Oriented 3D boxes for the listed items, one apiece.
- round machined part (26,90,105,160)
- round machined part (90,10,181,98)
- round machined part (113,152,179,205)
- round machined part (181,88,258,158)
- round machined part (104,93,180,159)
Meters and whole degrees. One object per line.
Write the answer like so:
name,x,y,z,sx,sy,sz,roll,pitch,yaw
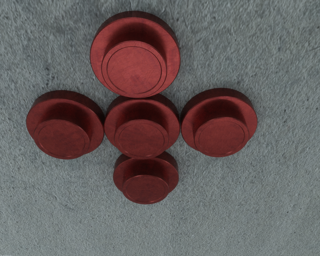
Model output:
round machined part,-0.122,0.003,0.398,0.099,0.042,0.097,-1,130,0
round machined part,-0.027,-0.072,0.336,0.099,0.042,0.097,-1,130,0
round machined part,-0.021,0.078,0.463,0.099,0.042,0.097,-1,130,0
round machined part,0.076,0.000,0.399,0.099,0.042,0.097,-1,130,0
round machined part,-0.023,0.003,0.400,0.099,0.042,0.097,-1,130,0
